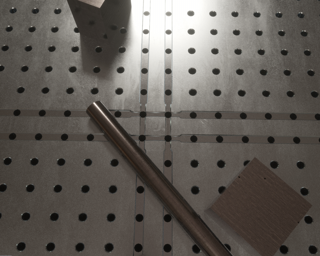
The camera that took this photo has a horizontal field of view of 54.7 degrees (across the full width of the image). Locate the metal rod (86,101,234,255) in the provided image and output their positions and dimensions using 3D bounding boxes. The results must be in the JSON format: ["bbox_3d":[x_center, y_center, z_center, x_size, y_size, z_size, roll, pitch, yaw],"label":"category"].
[{"bbox_3d":[0.007,0.080,0.382,0.025,0.025,0.300,-39,75,-13],"label":"metal rod"}]

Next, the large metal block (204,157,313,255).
[{"bbox_3d":[0.112,0.095,0.365,0.080,0.050,0.080,42,75,13],"label":"large metal block"}]

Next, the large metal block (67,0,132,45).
[{"bbox_3d":[-0.084,-0.183,0.449,0.050,0.080,0.080,22,72,7],"label":"large metal block"}]

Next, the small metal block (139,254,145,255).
[{"bbox_3d":[-0.019,0.168,0.337,0.025,0.050,0.050,-25,72,-9],"label":"small metal block"}]
